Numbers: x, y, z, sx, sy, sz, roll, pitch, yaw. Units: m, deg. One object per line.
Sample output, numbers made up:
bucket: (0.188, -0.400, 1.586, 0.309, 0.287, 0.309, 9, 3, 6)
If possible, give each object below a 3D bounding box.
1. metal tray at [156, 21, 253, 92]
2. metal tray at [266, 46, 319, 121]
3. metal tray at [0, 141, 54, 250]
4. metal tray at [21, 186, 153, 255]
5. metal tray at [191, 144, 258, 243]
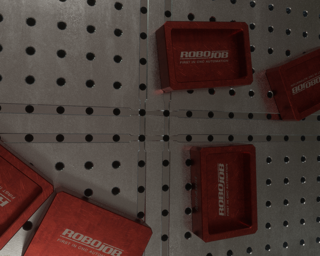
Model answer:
metal tray: (0.064, -0.100, 0.434, 0.131, 0.030, 0.089, -7, 93, -20)
metal tray: (0.243, -0.075, 0.501, 0.131, 0.030, 0.090, -25, 99, -19)
metal tray: (-0.196, 0.058, 0.337, 0.130, 0.030, 0.090, 44, 76, -15)
metal tray: (-0.086, 0.139, 0.379, 0.131, 0.030, 0.090, 29, 80, -18)
metal tray: (0.093, 0.089, 0.445, 0.091, 0.030, 0.129, -2, 91, -21)
